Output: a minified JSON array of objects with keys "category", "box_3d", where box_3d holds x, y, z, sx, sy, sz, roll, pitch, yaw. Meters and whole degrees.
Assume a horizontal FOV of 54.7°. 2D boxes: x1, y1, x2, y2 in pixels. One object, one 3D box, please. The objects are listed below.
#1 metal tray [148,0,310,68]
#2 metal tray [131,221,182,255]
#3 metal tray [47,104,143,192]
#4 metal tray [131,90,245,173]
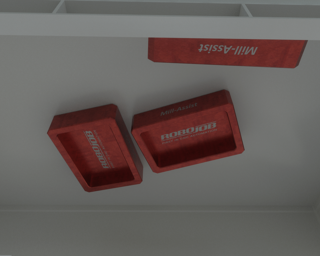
[{"category":"metal tray","box_3d":[0.055,-0.093,0.287,0.131,0.090,0.030,2,130,-3]},{"category":"metal tray","box_3d":[-0.007,0.231,0.605,0.091,0.030,0.129,0,130,-1]},{"category":"metal tray","box_3d":[-0.084,0.033,0.432,0.090,0.030,0.129,-11,130,9]},{"category":"metal tray","box_3d":[0.038,0.009,0.413,0.130,0.030,0.090,-15,129,12]}]
